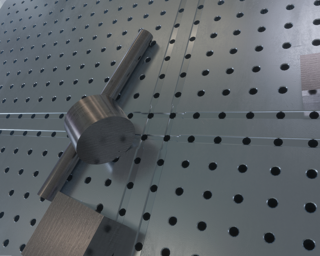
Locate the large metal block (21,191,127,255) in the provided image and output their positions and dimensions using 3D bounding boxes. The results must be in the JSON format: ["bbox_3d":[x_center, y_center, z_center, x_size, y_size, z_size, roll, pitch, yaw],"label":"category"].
[{"bbox_3d":[-0.099,0.131,0.364,0.080,0.050,0.080,16,70,34],"label":"large metal block"}]

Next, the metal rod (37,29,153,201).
[{"bbox_3d":[-0.091,-0.029,0.473,0.025,0.025,0.300,17,70,34],"label":"metal rod"}]

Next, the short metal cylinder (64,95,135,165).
[{"bbox_3d":[-0.080,0.002,0.414,0.080,0.080,0.050,-40,51,1],"label":"short metal cylinder"}]

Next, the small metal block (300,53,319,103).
[{"bbox_3d":[0.186,-0.058,0.346,0.050,0.025,0.050,-4,60,26],"label":"small metal block"}]
